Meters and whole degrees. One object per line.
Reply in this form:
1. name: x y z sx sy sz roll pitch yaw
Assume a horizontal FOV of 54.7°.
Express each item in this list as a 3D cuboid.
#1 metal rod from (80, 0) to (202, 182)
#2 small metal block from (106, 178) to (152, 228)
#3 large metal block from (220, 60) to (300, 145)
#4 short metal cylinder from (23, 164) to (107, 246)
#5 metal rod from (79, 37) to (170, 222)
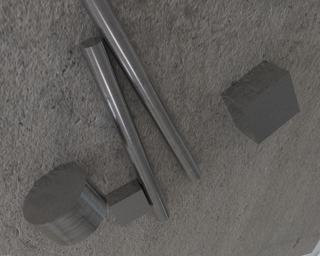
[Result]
1. metal rod: -0.006 -0.026 0.387 0.025 0.025 0.299 -35 129 -5
2. small metal block: -0.046 0.109 0.450 0.050 0.025 0.050 -28 128 -11
3. large metal block: 0.146 -0.036 0.448 0.080 0.050 0.080 -39 129 -2
4. short metal cylinder: -0.111 0.090 0.367 0.080 0.080 0.050 -33 129 -7
5. metal rod: -0.033 0.026 0.404 0.025 0.025 0.299 -27 128 -12
